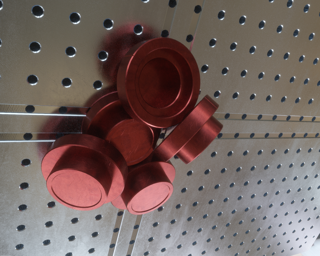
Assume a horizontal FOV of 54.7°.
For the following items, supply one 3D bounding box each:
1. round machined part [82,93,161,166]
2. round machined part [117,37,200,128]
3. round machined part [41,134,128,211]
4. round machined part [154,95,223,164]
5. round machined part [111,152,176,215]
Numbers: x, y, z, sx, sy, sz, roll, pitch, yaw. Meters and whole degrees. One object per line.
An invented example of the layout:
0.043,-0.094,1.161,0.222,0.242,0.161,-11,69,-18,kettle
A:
-0.042,0.008,0.382,0.099,0.042,0.097,-14,125,-21,round machined part
-0.005,-0.051,0.353,0.099,0.042,0.097,-6,101,-33,round machined part
-0.090,0.058,0.357,0.099,0.042,0.097,4,127,6,round machined part
0.041,0.007,0.391,0.042,0.098,0.098,43,95,2,round machined part
-0.021,0.081,0.424,0.099,0.042,0.097,-20,139,-18,round machined part
